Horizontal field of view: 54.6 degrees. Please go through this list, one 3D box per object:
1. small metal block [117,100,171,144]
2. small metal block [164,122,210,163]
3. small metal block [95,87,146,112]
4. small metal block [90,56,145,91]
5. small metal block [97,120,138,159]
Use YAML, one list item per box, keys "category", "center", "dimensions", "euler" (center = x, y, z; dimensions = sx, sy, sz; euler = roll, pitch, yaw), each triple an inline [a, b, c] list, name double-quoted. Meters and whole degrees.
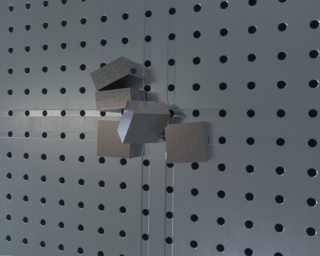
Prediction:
- category: "small metal block"
  center: [-0.021, -0.007, 0.394]
  dimensions: [0.025, 0.050, 0.050]
  euler: [62, 140, 40]
- category: "small metal block"
  center: [0.035, 0.019, 0.400]
  dimensions: [0.050, 0.025, 0.050]
  euler: [-5, 88, 19]
- category: "small metal block"
  center: [-0.051, -0.036, 0.418]
  dimensions: [0.050, 0.050, 0.025]
  euler: [-5, 89, 20]
- category: "small metal block"
  center: [-0.056, -0.070, 0.420]
  dimensions: [0.050, 0.050, 0.025]
  euler: [-24, 82, 18]
- category: "small metal block"
  center: [-0.059, 0.015, 0.434]
  dimensions: [0.050, 0.025, 0.050]
  euler: [3, 91, 20]
